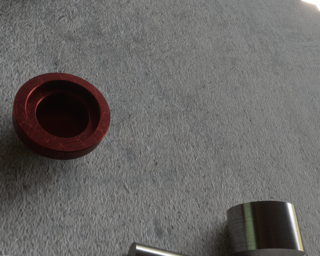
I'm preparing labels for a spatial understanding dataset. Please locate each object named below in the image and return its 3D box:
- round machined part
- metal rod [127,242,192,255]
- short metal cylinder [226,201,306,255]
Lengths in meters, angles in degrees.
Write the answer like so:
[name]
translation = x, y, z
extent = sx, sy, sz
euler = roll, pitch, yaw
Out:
[round machined part]
translation = -0.108, -0.009, 0.341
extent = 0.099, 0.042, 0.098
euler = 14, 56, -21
[metal rod]
translation = 0.107, 0.177, 0.354
extent = 0.302, 0.025, 0.025
euler = 20, 54, -17
[short metal cylinder]
translation = 0.121, 0.122, 0.361
extent = 0.081, 0.080, 0.050
euler = 14, 56, -21
